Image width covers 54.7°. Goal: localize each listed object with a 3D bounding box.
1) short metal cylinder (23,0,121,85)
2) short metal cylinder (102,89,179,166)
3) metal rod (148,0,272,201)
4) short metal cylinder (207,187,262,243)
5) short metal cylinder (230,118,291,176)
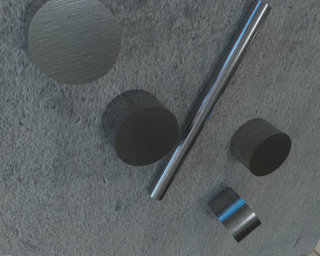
[{"bbox_3d":[-0.083,-0.087,0.292,0.081,0.050,0.079,-14,124,-21],"label":"short metal cylinder"},{"bbox_3d":[-0.024,-0.001,0.377,0.081,0.050,0.079,-14,124,-21],"label":"short metal cylinder"},{"bbox_3d":[0.060,-0.026,0.423,0.025,0.025,0.298,16,110,-35],"label":"metal rod"},{"bbox_3d":[0.127,0.149,0.533,0.050,0.080,0.080,-39,129,-2],"label":"short metal cylinder"},{"bbox_3d":[0.161,0.031,0.498,0.081,0.050,0.079,-14,124,-21],"label":"short metal cylinder"}]
